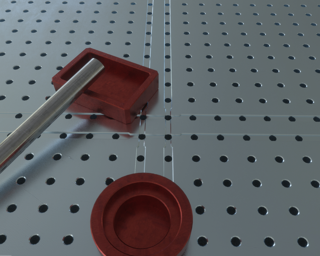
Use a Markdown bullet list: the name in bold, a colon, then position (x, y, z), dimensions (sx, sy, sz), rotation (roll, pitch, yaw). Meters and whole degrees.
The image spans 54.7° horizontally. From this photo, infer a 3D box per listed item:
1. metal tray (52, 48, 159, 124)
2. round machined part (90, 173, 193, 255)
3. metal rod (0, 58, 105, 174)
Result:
- **metal tray**: position (-0.079, -0.067, 0.459), dimensions (0.130, 0.030, 0.090), rotation (22, 53, 17)
- **round machined part**: position (-0.018, 0.098, 0.314), dimensions (0.099, 0.042, 0.098), rotation (0, 50, 0)
- **metal rod**: position (-0.171, 0.018, 0.367), dimensions (0.025, 0.025, 0.301), rotation (28, 62, 21)
